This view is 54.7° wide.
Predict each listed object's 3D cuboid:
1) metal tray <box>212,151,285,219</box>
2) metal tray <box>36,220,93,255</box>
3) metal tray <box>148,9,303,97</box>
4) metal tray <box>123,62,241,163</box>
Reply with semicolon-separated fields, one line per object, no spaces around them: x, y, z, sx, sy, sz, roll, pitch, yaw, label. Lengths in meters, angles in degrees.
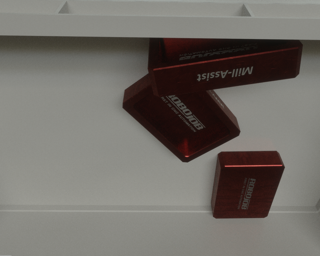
0.132;0.092;0.485;0.091;0.030;0.129;-1;130;0;metal tray
-0.190;0.235;0.606;0.091;0.030;0.129;14;129;-12;metal tray
0.056;-0.076;0.302;0.131;0.090;0.030;-7;130;6;metal tray
0.029;-0.019;0.389;0.090;0.030;0.130;-32;124;24;metal tray
